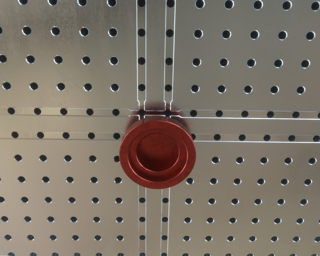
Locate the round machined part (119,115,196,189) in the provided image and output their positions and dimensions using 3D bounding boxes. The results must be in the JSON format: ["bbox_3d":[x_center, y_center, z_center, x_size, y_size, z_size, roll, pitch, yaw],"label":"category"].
[{"bbox_3d":[-0.003,0.029,0.415,0.099,0.042,0.097,0,110,-1],"label":"round machined part"}]
